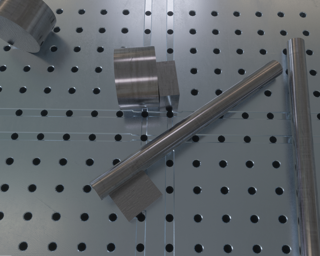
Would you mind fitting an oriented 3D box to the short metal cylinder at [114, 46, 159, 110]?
[{"bbox_3d":[-0.030,-0.065,0.406,0.050,0.080,0.080,-5,70,-2],"label":"short metal cylinder"}]

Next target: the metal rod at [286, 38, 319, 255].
[{"bbox_3d":[0.187,0.014,0.407,0.025,0.025,0.299,5,70,2],"label":"metal rod"}]

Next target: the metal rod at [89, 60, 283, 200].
[{"bbox_3d":[0.046,-0.007,0.398,0.302,0.025,0.025,-34,74,-18],"label":"metal rod"}]

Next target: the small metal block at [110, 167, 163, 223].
[{"bbox_3d":[-0.032,0.080,0.382,0.050,0.025,0.050,-37,74,-13],"label":"small metal block"}]

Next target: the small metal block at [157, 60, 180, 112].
[{"bbox_3d":[0.010,-0.055,0.419,0.025,0.050,0.050,-6,70,-2],"label":"small metal block"}]

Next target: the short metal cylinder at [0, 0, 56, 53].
[{"bbox_3d":[-0.196,-0.152,0.436,0.080,0.080,0.050,20,71,7],"label":"short metal cylinder"}]
